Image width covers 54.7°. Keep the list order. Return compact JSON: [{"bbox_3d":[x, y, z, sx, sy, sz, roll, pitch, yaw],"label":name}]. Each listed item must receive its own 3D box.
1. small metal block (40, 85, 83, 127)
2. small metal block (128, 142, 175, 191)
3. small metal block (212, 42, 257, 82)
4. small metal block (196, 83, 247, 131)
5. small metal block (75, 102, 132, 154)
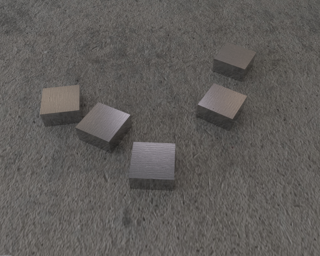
[{"bbox_3d":[-0.135,-0.031,0.428,0.050,0.025,0.050,-7,50,-6],"label":"small metal block"},{"bbox_3d":[-0.008,0.045,0.365,0.050,0.025,0.050,2,50,2],"label":"small metal block"},{"bbox_3d":[0.118,-0.106,0.493,0.050,0.025,0.050,25,54,19],"label":"small metal block"},{"bbox_3d":[0.085,-0.030,0.429,0.050,0.025,0.050,25,54,20],"label":"small metal block"},{"bbox_3d":[-0.072,-0.001,0.403,0.050,0.025,0.050,22,53,17],"label":"small metal block"}]
